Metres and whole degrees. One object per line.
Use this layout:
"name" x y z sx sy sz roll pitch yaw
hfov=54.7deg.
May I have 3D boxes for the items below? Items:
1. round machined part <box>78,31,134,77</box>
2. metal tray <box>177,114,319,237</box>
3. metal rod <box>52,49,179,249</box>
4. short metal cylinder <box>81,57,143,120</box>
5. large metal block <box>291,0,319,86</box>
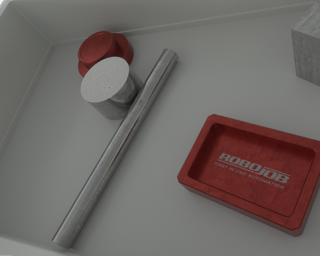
"round machined part" -0.097 -0.123 0.520 0.098 0.042 0.098 -13 56 20
"metal tray" 0.094 0.043 0.325 0.130 0.030 0.090 18 71 34
"metal rod" -0.053 0.016 0.421 0.025 0.025 0.300 17 70 34
"short metal cylinder" -0.069 -0.058 0.460 0.080 0.050 0.080 -13 56 20
"large metal block" 0.191 -0.098 0.330 0.080 0.080 0.050 -46 51 -4
